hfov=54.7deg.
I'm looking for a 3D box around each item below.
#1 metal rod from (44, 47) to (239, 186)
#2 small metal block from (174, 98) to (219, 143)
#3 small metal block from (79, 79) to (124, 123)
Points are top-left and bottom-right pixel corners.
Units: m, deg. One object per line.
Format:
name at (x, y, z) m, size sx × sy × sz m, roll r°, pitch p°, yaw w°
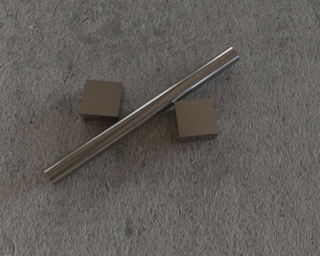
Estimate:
metal rod at (-0.015, -0.023, 0.416) m, size 0.301 × 0.025 × 0.025 m, roll -35°, pitch 74°, yaw -12°
small metal block at (0.047, -0.010, 0.412) m, size 0.050 × 0.025 × 0.050 m, roll -6°, pitch 70°, yaw -3°
small metal block at (-0.078, -0.036, 0.420) m, size 0.050 × 0.025 × 0.050 m, roll 5°, pitch 70°, yaw 1°
